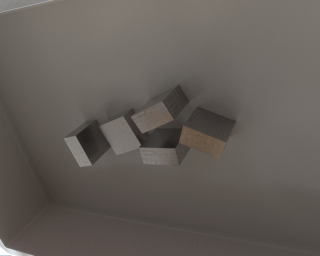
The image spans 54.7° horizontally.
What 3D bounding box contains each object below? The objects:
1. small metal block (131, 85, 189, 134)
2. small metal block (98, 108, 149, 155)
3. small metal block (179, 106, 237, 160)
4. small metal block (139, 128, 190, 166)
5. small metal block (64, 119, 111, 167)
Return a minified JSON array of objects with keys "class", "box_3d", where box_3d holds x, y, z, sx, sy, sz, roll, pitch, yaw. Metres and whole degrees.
[{"class":"small metal block","box_3d":[0.001,-0.023,0.377,0.050,0.050,0.025,-23,106,36]},{"class":"small metal block","box_3d":[-0.050,0.006,0.437,0.050,0.025,0.050,-20,108,35]},{"class":"small metal block","box_3d":[0.057,0.004,0.364,0.050,0.050,0.025,22,127,14]},{"class":"small metal block","box_3d":[0.009,0.023,0.401,0.050,0.050,0.025,0,118,28]},{"class":"small metal block","box_3d":[-0.106,0.022,0.460,0.025,0.050,0.050,-11,113,33]}]
